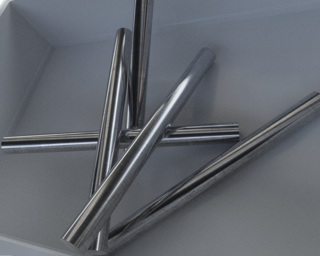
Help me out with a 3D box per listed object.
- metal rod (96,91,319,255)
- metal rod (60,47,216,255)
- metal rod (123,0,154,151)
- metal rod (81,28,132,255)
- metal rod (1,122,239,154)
[{"bbox_3d":[0.050,0.056,0.344,0.300,0.025,0.025,-35,52,4],"label":"metal rod"},{"bbox_3d":[-0.004,-0.001,0.348,0.025,0.025,0.301,9,48,32],"label":"metal rod"},{"bbox_3d":[-0.024,-0.118,0.401,0.025,0.025,0.298,6,93,30],"label":"metal rod"},{"bbox_3d":[-0.057,-0.010,0.369,0.025,0.025,0.300,-12,55,21],"label":"metal rod"},{"bbox_3d":[-0.057,0.014,0.385,0.301,0.025,0.025,-3,59,12],"label":"metal rod"}]
